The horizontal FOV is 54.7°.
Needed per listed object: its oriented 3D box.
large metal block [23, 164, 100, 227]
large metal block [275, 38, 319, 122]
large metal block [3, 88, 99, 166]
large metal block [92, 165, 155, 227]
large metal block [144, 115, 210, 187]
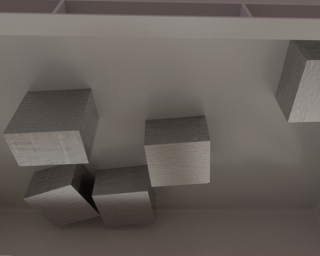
[{"bbox_3d":[-0.144,0.102,0.477,0.080,0.050,0.080,-18,128,14],"label":"large metal block"},{"bbox_3d":[0.186,-0.054,0.350,0.081,0.050,0.079,-1,130,0],"label":"large metal block"},{"bbox_3d":[-0.123,-0.002,0.369,0.080,0.080,0.050,-3,130,2],"label":"large metal block"},{"bbox_3d":[-0.052,0.107,0.483,0.080,0.050,0.080,-6,130,4],"label":"large metal block"},{"bbox_3d":[0.024,0.032,0.421,0.080,0.050,0.080,-4,130,3],"label":"large metal block"}]
